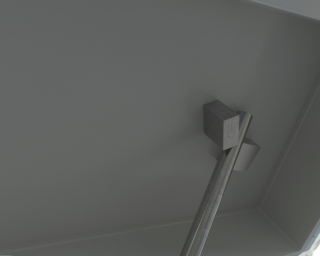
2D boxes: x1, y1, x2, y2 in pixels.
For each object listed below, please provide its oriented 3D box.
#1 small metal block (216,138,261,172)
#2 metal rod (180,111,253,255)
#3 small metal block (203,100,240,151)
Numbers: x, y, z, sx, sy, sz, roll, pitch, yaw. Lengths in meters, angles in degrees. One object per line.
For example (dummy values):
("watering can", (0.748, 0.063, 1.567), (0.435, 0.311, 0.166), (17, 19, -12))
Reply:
("small metal block", (0.129, 0.042, 0.508), (0.050, 0.025, 0.050), (14, 111, -34))
("metal rod", (0.068, 0.111, 0.433), (0.025, 0.025, 0.300), (38, 70, -39))
("small metal block", (0.086, -0.005, 0.439), (0.025, 0.050, 0.050), (-20, 126, -17))
